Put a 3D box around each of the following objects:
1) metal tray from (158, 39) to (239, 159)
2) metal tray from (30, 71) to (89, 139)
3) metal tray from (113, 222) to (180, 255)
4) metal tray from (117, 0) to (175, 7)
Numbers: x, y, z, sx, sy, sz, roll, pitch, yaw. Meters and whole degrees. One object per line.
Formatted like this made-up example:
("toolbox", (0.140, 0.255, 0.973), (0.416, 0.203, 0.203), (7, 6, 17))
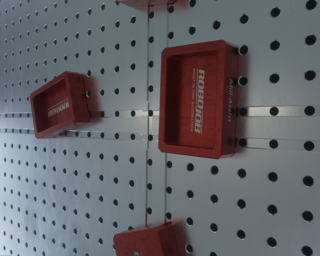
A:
("metal tray", (0.043, -0.032, 0.370), (0.090, 0.030, 0.129), (3, 92, 40))
("metal tray", (-0.185, -0.038, 0.560), (0.130, 0.030, 0.090), (-19, 78, 38))
("metal tray", (-0.011, 0.201, 0.416), (0.090, 0.030, 0.130), (-24, 75, 37))
("metal tray", (-0.013, -0.236, 0.417), (0.090, 0.030, 0.129), (13, 98, 39))
